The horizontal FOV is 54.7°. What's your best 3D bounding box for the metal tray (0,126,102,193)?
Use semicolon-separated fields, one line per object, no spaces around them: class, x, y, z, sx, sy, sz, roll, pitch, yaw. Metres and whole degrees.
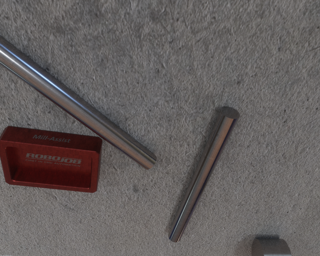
metal tray;-0.152;0.048;0.442;0.131;0.030;0.089;7;130;-7

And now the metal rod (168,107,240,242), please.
metal rod;0.058;0.092;0.486;0.025;0.025;0.298;9;130;-8

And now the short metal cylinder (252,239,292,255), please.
short metal cylinder;0.212;0.254;0.591;0.050;0.080;0.079;1;130;-1

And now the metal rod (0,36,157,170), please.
metal rod;-0.114;-0.035;0.375;0.025;0.025;0.301;-34;123;25
